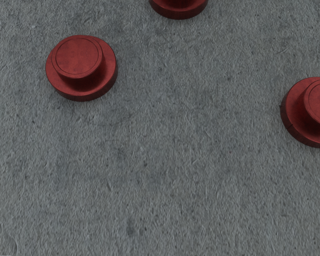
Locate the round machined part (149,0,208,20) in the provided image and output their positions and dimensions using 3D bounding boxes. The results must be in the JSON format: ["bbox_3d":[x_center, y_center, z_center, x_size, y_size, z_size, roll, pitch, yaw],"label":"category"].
[{"bbox_3d":[0.029,-0.221,0.480,0.099,0.042,0.098,0,70,0],"label":"round machined part"}]

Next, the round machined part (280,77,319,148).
[{"bbox_3d":[0.216,-0.025,0.410,0.099,0.042,0.098,0,70,0],"label":"round machined part"}]

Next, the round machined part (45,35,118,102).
[{"bbox_3d":[-0.110,-0.089,0.431,0.099,0.042,0.098,0,70,0],"label":"round machined part"}]
